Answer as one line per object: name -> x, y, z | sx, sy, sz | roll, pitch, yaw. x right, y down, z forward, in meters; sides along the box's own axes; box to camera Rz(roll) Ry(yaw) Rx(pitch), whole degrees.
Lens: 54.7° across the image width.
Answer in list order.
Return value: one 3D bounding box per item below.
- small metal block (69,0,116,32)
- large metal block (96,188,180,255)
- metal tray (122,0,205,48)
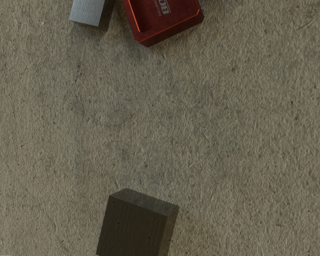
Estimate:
small metal block -> -0.097, -0.171, 0.443 | 0.050, 0.025, 0.050 | 18, 96, 19
large metal block -> -0.028, 0.133, 0.406 | 0.080, 0.050, 0.080 | 15, 95, 19
metal tray -> -0.006, -0.185, 0.408 | 0.090, 0.030, 0.129 | -21, 83, 18
